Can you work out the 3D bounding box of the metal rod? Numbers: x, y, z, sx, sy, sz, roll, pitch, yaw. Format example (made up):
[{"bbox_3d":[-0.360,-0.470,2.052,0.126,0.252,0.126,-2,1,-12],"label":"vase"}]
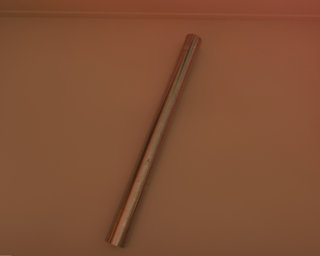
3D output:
[{"bbox_3d":[-0.001,0.002,0.406,0.025,0.025,0.300,19,71,7],"label":"metal rod"}]
